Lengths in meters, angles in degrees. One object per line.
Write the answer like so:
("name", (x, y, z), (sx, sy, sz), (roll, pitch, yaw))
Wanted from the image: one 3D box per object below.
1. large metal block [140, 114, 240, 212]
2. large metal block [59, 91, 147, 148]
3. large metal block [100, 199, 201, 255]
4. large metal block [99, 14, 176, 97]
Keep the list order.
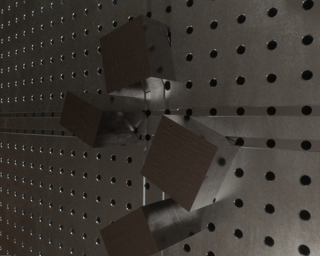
("large metal block", (0.033, 0.038, 0.364), (0.080, 0.050, 0.079), (32, 110, 35))
("large metal block", (-0.080, -0.013, 0.437), (0.080, 0.081, 0.050), (28, 108, 36))
("large metal block", (-0.012, 0.127, 0.381), (0.080, 0.081, 0.050), (-37, 67, 33))
("large metal block", (-0.031, -0.092, 0.417), (0.080, 0.050, 0.080), (-15, 81, 38))
